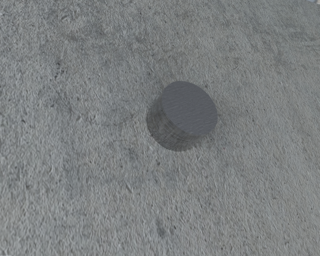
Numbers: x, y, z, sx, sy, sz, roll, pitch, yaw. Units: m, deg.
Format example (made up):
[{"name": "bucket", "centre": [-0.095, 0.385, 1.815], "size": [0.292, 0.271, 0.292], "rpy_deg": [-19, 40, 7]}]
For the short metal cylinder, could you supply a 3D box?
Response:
[{"name": "short metal cylinder", "centre": [0.029, -0.015, 0.412], "size": [0.081, 0.050, 0.080], "rpy_deg": [13, 56, -21]}]
